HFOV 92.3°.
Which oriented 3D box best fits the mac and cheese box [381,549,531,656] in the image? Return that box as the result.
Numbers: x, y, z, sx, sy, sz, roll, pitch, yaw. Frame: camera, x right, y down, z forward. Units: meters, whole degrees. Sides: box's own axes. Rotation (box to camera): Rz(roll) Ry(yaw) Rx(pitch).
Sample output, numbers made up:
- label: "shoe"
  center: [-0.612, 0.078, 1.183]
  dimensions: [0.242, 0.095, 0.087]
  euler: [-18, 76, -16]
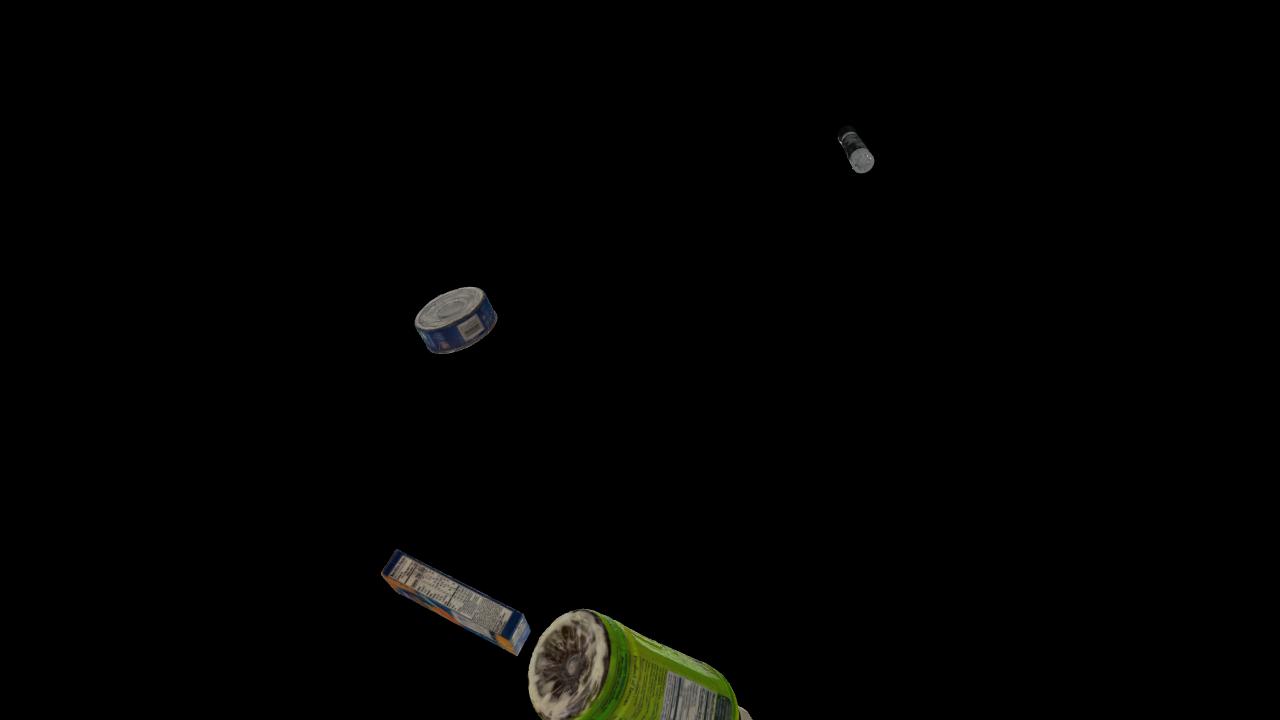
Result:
- label: "mac and cheese box"
  center: [-0.231, 0.308, 0.780]
  dimensions: [0.184, 0.041, 0.093]
  euler: [21, -33, 12]

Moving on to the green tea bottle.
- label: "green tea bottle"
  center: [0.017, 0.242, 0.435]
  dimensions: [0.073, 0.073, 0.212]
  euler: [0, -35, 46]

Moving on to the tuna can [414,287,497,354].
- label: "tuna can"
  center: [-0.202, -0.045, 0.675]
  dimensions: [0.084, 0.034, 0.084]
  euler: [-13, 36, 10]

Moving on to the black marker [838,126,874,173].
- label: "black marker"
  center: [0.203, -0.202, 0.584]
  dimensions: [0.020, 0.020, 0.121]
  euler: [0, 31, 11]
